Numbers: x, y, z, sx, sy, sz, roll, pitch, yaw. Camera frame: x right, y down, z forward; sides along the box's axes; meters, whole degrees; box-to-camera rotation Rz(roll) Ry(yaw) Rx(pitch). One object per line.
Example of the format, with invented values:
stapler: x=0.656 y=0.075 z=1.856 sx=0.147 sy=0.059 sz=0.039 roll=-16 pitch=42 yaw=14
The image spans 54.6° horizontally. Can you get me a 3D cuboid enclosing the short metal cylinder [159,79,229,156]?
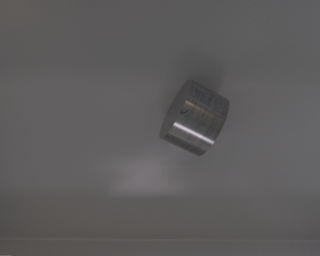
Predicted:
short metal cylinder: x=0.040 y=-0.012 z=0.378 sx=0.050 sy=0.080 sz=0.080 roll=26 pitch=108 yaw=-9
